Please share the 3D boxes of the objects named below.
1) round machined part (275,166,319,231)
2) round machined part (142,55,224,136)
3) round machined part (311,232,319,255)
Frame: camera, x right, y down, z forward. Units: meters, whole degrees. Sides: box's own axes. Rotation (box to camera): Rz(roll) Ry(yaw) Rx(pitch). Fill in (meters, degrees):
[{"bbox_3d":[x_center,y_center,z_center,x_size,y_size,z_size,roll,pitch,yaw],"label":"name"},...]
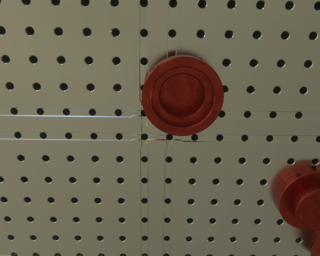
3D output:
[{"bbox_3d":[0.221,0.107,0.445,0.099,0.042,0.097,0,110,0],"label":"round machined part"},{"bbox_3d":[0.027,-0.043,0.389,0.099,0.042,0.097,0,110,0],"label":"round machined part"},{"bbox_3d":[0.280,0.188,0.475,0.099,0.042,0.097,0,110,0],"label":"round machined part"}]
